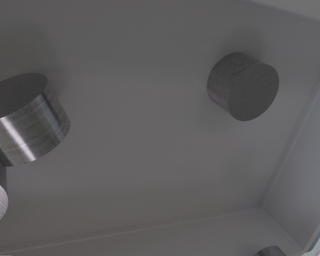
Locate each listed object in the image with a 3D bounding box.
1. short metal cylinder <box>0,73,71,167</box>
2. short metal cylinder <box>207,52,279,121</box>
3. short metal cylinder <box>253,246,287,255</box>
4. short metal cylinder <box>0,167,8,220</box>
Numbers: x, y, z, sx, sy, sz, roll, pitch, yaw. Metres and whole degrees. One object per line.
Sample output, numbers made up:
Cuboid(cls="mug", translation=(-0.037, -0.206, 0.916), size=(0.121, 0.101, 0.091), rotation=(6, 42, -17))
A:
Cuboid(cls="short metal cylinder", translation=(-0.134, -0.010, 0.294), size=(0.080, 0.080, 0.050), rotation=(-27, 128, -12))
Cuboid(cls="short metal cylinder", translation=(0.111, -0.056, 0.418), size=(0.081, 0.050, 0.079), rotation=(-14, 124, -21))
Cuboid(cls="short metal cylinder", translation=(0.171, 0.229, 0.475), size=(0.081, 0.050, 0.079), rotation=(-14, 125, -21))
Cuboid(cls="short metal cylinder", translation=(-0.204, 0.066, 0.322), size=(0.081, 0.050, 0.079), rotation=(-14, 124, -21))
